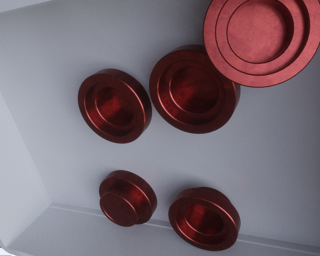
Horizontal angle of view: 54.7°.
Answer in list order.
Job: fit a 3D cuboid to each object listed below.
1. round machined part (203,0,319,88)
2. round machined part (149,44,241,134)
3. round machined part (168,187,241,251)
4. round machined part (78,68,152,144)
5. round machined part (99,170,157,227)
[{"bbox_3d":[0.089,-0.087,0.282,0.098,0.042,0.097,2,103,9],"label":"round machined part"},{"bbox_3d":[0.041,-0.045,0.347,0.098,0.042,0.097,13,124,21],"label":"round machined part"},{"bbox_3d":[0.065,0.123,0.439,0.098,0.042,0.097,13,124,20],"label":"round machined part"},{"bbox_3d":[-0.054,-0.032,0.405,0.098,0.042,0.097,13,124,20],"label":"round machined part"},{"bbox_3d":[-0.058,0.120,0.501,0.098,0.042,0.097,13,124,20],"label":"round machined part"}]
